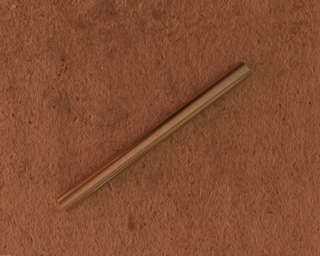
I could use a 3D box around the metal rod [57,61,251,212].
[{"bbox_3d":[-0.007,0.011,0.411,0.301,0.025,0.025,-37,90,-1],"label":"metal rod"}]
